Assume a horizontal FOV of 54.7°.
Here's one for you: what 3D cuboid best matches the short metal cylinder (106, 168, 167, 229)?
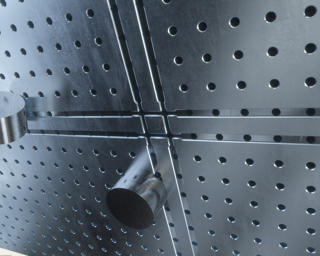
[{"bbox_3d":[-0.035,0.109,0.479,0.080,0.050,0.079,13,124,20],"label":"short metal cylinder"}]

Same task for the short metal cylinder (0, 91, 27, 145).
[{"bbox_3d":[-0.258,-0.018,0.498,0.080,0.080,0.050,22,126,15],"label":"short metal cylinder"}]
